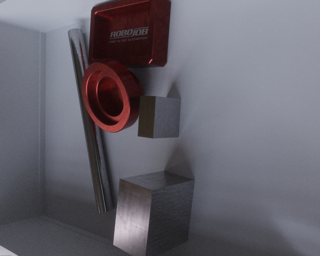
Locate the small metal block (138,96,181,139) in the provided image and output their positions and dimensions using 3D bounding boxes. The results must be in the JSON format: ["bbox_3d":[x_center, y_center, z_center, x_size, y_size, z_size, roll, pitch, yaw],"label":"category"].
[{"bbox_3d":[0.000,-0.014,0.389,0.025,0.050,0.050,6,94,39],"label":"small metal block"}]

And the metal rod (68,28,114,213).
[{"bbox_3d":[-0.112,-0.017,0.496,0.025,0.025,0.298,-19,78,38],"label":"metal rod"}]

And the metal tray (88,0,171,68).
[{"bbox_3d":[-0.048,-0.132,0.440,0.130,0.030,0.089,7,94,39],"label":"metal tray"}]

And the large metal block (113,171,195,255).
[{"bbox_3d":[-0.006,0.101,0.374,0.050,0.081,0.079,10,97,39],"label":"large metal block"}]

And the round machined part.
[{"bbox_3d":[-0.062,-0.046,0.433,0.098,0.042,0.097,18,119,37],"label":"round machined part"}]
